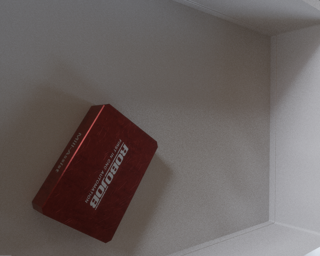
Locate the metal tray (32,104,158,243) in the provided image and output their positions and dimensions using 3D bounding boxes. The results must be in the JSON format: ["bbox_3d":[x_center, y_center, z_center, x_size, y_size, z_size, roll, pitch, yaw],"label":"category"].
[{"bbox_3d":[-0.066,0.049,0.348,0.090,0.030,0.130,41,65,-33],"label":"metal tray"}]
